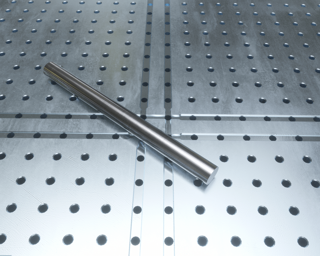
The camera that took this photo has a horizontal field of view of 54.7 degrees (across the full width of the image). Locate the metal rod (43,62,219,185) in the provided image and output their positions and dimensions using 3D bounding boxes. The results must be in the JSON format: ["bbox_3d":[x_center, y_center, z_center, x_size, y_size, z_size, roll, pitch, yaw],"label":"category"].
[{"bbox_3d":[-0.055,-0.018,0.421,0.300,0.025,0.025,32,57,24],"label":"metal rod"}]
